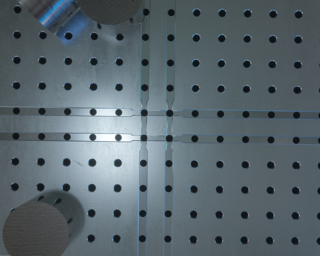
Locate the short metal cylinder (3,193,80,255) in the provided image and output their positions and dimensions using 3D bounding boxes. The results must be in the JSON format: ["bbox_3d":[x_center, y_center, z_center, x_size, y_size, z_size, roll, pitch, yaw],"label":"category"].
[{"bbox_3d":[-0.150,0.129,0.400,0.081,0.050,0.079,0,90,0],"label":"short metal cylinder"}]

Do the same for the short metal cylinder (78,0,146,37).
[{"bbox_3d":[-0.060,-0.165,0.400,0.081,0.050,0.079,0,90,0],"label":"short metal cylinder"}]

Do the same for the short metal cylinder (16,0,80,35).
[{"bbox_3d":[-0.145,-0.163,0.384,0.080,0.080,0.050,44,90,0],"label":"short metal cylinder"}]
